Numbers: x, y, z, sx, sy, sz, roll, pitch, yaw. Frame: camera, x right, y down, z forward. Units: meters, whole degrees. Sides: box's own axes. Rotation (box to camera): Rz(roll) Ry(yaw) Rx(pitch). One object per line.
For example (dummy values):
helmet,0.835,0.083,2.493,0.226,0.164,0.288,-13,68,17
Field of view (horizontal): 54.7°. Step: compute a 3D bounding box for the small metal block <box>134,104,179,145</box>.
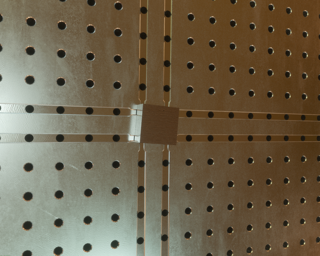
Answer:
small metal block,-0.004,-0.004,0.412,0.050,0.025,0.050,5,88,-20
